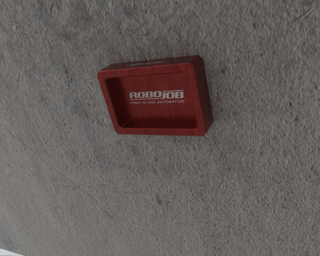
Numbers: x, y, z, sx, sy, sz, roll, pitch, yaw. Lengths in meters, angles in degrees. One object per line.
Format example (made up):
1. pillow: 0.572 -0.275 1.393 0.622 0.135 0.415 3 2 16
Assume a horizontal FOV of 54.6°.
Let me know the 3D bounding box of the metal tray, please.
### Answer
1. metal tray: -0.006 -0.037 0.384 0.130 0.030 0.090 1 119 28
